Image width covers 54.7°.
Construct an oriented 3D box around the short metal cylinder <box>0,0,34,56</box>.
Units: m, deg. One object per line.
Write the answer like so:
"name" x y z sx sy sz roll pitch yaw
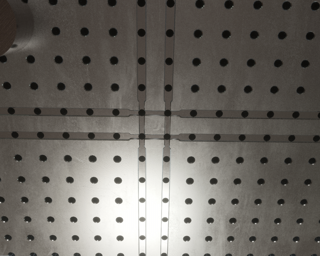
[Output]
"short metal cylinder" -0.194 -0.122 0.352 0.081 0.050 0.079 0 110 -1
